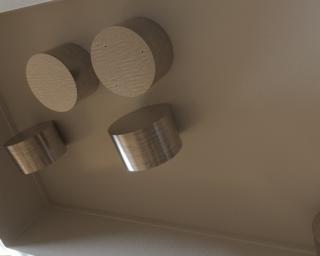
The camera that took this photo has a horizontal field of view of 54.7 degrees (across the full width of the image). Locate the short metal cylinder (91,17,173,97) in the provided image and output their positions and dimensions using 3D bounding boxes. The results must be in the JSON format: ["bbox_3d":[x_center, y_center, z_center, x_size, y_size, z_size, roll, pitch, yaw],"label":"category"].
[{"bbox_3d":[-0.031,-0.082,0.357,0.080,0.050,0.079,13,124,20],"label":"short metal cylinder"}]

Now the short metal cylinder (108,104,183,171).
[{"bbox_3d":[-0.018,0.010,0.387,0.080,0.080,0.050,-8,114,31],"label":"short metal cylinder"}]

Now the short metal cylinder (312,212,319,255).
[{"bbox_3d":[0.215,0.129,0.340,0.080,0.080,0.050,-6,115,31],"label":"short metal cylinder"}]

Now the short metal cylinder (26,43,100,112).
[{"bbox_3d":[-0.129,-0.068,0.416,0.080,0.050,0.079,13,124,20],"label":"short metal cylinder"}]

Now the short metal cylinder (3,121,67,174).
[{"bbox_3d":[-0.196,0.029,0.492,0.080,0.080,0.050,-10,113,32],"label":"short metal cylinder"}]
